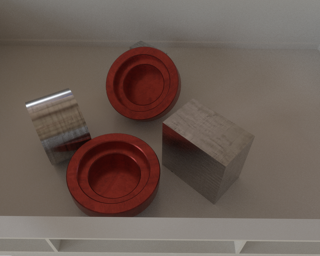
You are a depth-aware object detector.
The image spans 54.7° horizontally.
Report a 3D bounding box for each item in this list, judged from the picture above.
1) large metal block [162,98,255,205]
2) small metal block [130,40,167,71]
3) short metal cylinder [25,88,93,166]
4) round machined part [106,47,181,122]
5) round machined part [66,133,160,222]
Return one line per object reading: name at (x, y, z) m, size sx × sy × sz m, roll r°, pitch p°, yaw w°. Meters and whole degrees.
large metal block at (0.049, 0.026, 0.348) m, size 0.080 × 0.080 × 0.050 m, roll 36°, pitch 58°, yaw 26°
small metal block at (-0.019, -0.096, 0.468) m, size 0.050 × 0.050 × 0.025 m, roll 31°, pitch 51°, yaw 23°
short metal cylinder at (-0.119, -0.002, 0.369) m, size 0.050 × 0.080 × 0.080 m, roll -23°, pitch 54°, yaw -18°
round machined part at (-0.020, -0.057, 0.421) m, size 0.098 × 0.042 × 0.097 m, roll -1°, pitch 84°, yaw 13°
round machined part at (-0.050, 0.057, 0.343) m, size 0.099 × 0.042 × 0.098 m, roll 2°, pitch 52°, yaw -2°
